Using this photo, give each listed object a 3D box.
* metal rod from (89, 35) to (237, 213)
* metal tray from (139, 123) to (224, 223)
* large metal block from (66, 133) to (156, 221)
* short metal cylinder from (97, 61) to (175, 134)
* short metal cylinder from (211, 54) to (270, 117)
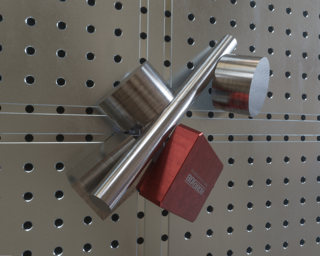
[{"bbox_3d":[0.023,-0.028,0.365,0.025,0.025,0.301,49,54,-14],"label":"metal rod"},{"bbox_3d":[0.033,0.061,0.381,0.090,0.030,0.130,-59,149,-10],"label":"metal tray"},{"bbox_3d":[-0.058,0.051,0.362,0.080,0.080,0.050,-41,104,-15],"label":"large metal block"},{"bbox_3d":[-0.029,-0.036,0.373,0.080,0.080,0.050,-45,105,-15],"label":"short metal cylinder"},{"bbox_3d":[0.111,-0.058,0.420,0.081,0.050,0.079,-29,126,-50],"label":"short metal cylinder"}]
